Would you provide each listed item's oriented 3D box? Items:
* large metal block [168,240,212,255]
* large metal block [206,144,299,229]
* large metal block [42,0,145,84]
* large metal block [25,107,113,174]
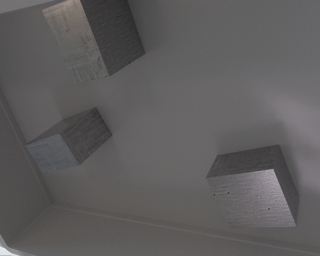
[{"bbox_3d":[0.056,0.246,0.518,0.080,0.050,0.080,41,129,-1],"label":"large metal block"},{"bbox_3d":[0.114,0.073,0.378,0.080,0.050,0.080,-15,111,34],"label":"large metal block"},{"bbox_3d":[-0.068,-0.104,0.344,0.050,0.080,0.080,-5,116,30],"label":"large metal block"},{"bbox_3d":[-0.132,0.018,0.454,0.080,0.080,0.050,-16,110,34],"label":"large metal block"}]
